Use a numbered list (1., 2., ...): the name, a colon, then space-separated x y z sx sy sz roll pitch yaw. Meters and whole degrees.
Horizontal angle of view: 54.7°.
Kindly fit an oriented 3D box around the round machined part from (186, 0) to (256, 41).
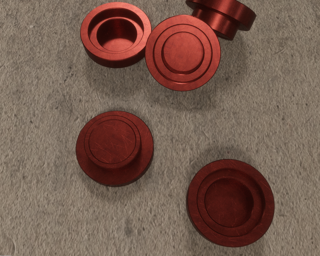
1. round machined part: 0.080 -0.156 0.436 0.098 0.098 0.042 26 104 9

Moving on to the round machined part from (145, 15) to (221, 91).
1. round machined part: 0.031 -0.102 0.419 0.099 0.042 0.097 2 111 6

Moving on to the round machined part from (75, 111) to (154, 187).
1. round machined part: -0.057 0.023 0.390 0.099 0.042 0.098 0 70 -1

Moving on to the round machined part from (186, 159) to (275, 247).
1. round machined part: 0.080 0.089 0.368 0.099 0.042 0.098 0 70 -1

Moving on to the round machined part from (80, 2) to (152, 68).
1. round machined part: -0.061 -0.128 0.445 0.099 0.042 0.098 0 70 -1
